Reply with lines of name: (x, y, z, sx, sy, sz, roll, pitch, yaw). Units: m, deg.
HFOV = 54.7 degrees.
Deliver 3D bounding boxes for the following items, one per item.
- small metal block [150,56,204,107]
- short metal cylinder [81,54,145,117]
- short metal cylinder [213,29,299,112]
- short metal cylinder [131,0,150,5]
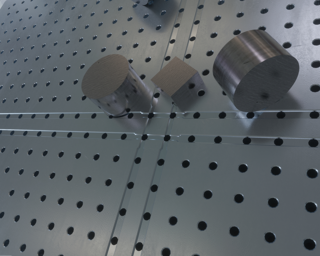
small metal block: (0.024, -0.066, 0.437, 0.050, 0.025, 0.050, -44, 51, -2)
short metal cylinder: (-0.070, -0.064, 0.468, 0.080, 0.050, 0.080, -13, 56, 21)
short metal cylinder: (0.108, -0.064, 0.355, 0.080, 0.080, 0.050, -32, 52, 8)
short metal cylinder: (-0.039, -0.272, 0.560, 0.080, 0.080, 0.050, 30, 78, 37)
